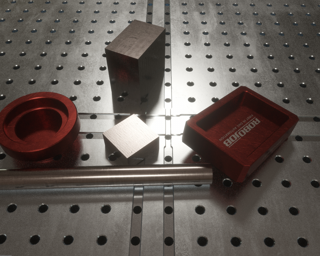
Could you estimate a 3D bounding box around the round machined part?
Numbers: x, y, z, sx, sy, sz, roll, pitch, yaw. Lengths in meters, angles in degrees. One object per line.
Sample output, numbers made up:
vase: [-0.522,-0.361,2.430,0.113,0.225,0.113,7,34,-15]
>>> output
round machined part: [-0.151,0.003,0.392,0.099,0.042,0.098,0,50,0]

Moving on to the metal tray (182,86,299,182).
metal tray: [0.103,0.001,0.390,0.090,0.030,0.131,37,49,26]

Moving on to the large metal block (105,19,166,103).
large metal block: [-0.033,-0.098,0.454,0.050,0.080,0.080,21,53,16]

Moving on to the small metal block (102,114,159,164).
small metal block: [-0.036,0.016,0.394,0.050,0.025,0.050,-34,58,-26]

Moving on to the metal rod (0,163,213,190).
metal rod: [-0.092,0.057,0.358,0.302,0.025,0.025,-1,50,-2]
